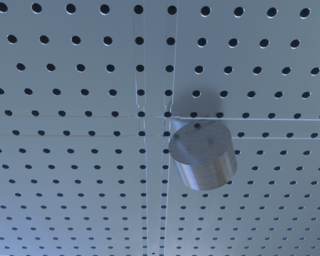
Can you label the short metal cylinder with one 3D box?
[{"bbox_3d":[0.057,0.035,0.406,0.080,0.080,0.050,-13,129,10],"label":"short metal cylinder"}]
